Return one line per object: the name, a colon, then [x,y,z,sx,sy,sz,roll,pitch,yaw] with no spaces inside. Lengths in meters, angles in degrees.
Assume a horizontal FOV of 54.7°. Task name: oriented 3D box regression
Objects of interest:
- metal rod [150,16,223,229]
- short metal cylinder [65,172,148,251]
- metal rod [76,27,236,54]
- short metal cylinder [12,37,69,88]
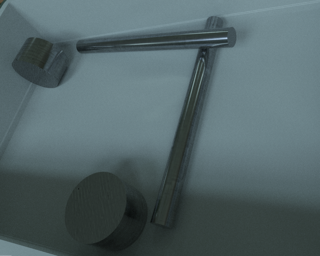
metal rod: [0.041,-0.025,0.398,0.025,0.025,0.300,3,63,29]
short metal cylinder: [-0.062,0.098,0.361,0.080,0.050,0.080,-13,56,20]
metal rod: [-0.027,-0.132,0.479,0.300,0.025,0.025,9,66,38]
short metal cylinder: [-0.210,-0.114,0.548,0.080,0.080,0.050,5,64,30]
